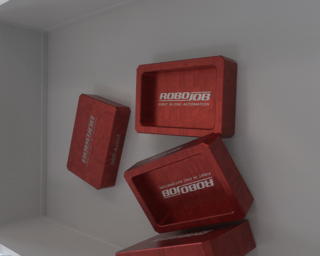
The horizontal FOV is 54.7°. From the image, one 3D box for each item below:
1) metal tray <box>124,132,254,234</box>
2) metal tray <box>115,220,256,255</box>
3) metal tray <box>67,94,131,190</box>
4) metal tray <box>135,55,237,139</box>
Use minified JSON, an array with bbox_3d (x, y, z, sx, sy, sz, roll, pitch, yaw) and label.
[{"bbox_3d":[0.028,0.068,0.358,0.130,0.030,0.090,-25,96,38],"label":"metal tray"},{"bbox_3d":[0.026,0.135,0.342,0.130,0.091,0.030,-24,75,37],"label":"metal tray"},{"bbox_3d":[-0.099,0.019,0.486,0.090,0.030,0.129,22,104,38],"label":"metal tray"},{"bbox_3d":[0.027,-0.036,0.381,0.130,0.030,0.089,3,92,40],"label":"metal tray"}]
